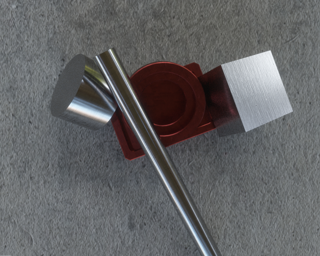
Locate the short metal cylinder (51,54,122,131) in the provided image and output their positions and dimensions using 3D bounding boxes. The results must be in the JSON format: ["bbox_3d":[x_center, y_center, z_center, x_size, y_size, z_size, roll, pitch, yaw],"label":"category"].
[{"bbox_3d":[-0.090,-0.042,0.376,0.050,0.080,0.080,24,90,-36],"label":"short metal cylinder"}]

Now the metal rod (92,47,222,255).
[{"bbox_3d":[0.006,0.048,0.367,0.025,0.025,0.299,-27,107,0],"label":"metal rod"}]

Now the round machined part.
[{"bbox_3d":[0.003,-0.032,0.379,0.099,0.042,0.097,-1,105,-5],"label":"round machined part"}]

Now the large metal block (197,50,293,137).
[{"bbox_3d":[0.105,-0.042,0.383,0.081,0.050,0.080,-20,90,-26],"label":"large metal block"}]

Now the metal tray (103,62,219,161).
[{"bbox_3d":[0.003,-0.021,0.409,0.131,0.030,0.090,-21,90,-1],"label":"metal tray"}]
